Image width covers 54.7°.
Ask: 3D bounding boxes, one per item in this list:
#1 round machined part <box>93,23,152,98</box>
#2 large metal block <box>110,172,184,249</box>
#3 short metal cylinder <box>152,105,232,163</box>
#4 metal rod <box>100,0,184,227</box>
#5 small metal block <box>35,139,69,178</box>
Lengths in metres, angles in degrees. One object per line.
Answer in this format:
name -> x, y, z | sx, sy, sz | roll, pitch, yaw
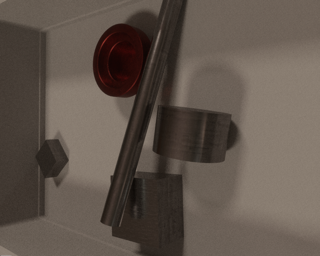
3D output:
round machined part -> -0.046, -0.091, 0.431 | 0.098, 0.042, 0.097 | 0, 90, 39
large metal block -> -0.017, 0.101, 0.403 | 0.080, 0.050, 0.079 | -3, 88, 39
short metal cylinder -> 0.035, 0.004, 0.341 | 0.080, 0.081, 0.050 | 12, 98, 39
metal rod -> -0.020, -0.029, 0.381 | 0.025, 0.025, 0.298 | 13, 86, 39
small metal block -> -0.198, 0.056, 0.567 | 0.050, 0.025, 0.050 | -49, 61, 28
